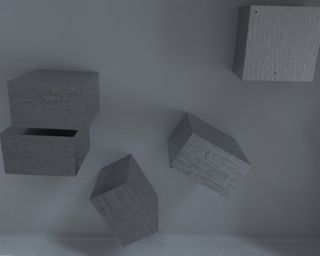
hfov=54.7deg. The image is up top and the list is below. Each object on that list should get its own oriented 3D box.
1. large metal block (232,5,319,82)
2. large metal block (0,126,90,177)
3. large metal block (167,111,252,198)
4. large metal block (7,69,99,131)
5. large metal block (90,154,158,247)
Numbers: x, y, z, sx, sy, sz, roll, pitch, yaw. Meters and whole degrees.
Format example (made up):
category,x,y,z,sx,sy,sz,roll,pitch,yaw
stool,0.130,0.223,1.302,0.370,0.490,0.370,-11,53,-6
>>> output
category,x,y,z,sx,sy,sz,roll,pitch,yaw
large metal block,0.135,-0.100,0.363,0.081,0.050,0.079,1,110,-1
large metal block,-0.137,0.018,0.387,0.081,0.080,0.050,3,110,-2
large metal block,0.058,0.031,0.394,0.080,0.080,0.050,29,107,-11
large metal block,-0.120,-0.036,0.367,0.081,0.080,0.050,3,110,-2
large metal block,-0.043,0.094,0.416,0.050,0.080,0.080,-26,108,9
